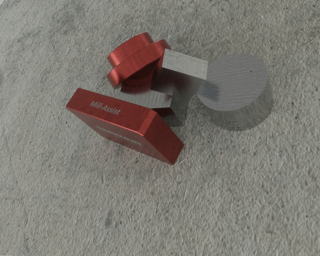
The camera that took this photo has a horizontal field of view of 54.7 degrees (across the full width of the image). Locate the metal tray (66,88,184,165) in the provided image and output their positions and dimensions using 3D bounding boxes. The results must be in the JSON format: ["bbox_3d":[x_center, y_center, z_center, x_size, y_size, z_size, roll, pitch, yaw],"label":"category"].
[{"bbox_3d":[-0.044,-0.002,0.387,0.130,0.090,0.030,18,72,35],"label":"metal tray"}]

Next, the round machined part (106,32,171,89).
[{"bbox_3d":[-0.035,-0.098,0.436,0.098,0.098,0.042,-32,96,7],"label":"round machined part"}]

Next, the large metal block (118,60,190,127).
[{"bbox_3d":[-0.005,-0.047,0.422,0.080,0.050,0.080,-1,61,27],"label":"large metal block"}]

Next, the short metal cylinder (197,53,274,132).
[{"bbox_3d":[0.090,-0.042,0.369,0.080,0.050,0.080,-13,56,21],"label":"short metal cylinder"}]

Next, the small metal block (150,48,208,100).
[{"bbox_3d":[0.021,-0.060,0.356,0.050,0.050,0.025,14,65,-11],"label":"small metal block"}]
